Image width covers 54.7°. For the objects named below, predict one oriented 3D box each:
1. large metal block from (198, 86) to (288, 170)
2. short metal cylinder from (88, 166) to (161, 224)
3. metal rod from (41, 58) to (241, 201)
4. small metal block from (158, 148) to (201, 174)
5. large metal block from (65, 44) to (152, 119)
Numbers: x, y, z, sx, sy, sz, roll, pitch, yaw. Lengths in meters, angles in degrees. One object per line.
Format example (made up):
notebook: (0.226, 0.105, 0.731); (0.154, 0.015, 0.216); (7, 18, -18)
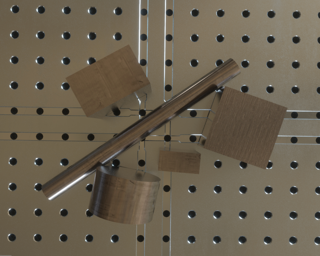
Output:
large metal block: (0.103, 0.000, 0.400); (0.080, 0.050, 0.080); (19, 90, -1)
short metal cylinder: (-0.044, 0.081, 0.385); (0.080, 0.080, 0.050); (12, 90, -1)
metal rod: (-0.024, 0.001, 0.412); (0.301, 0.025, 0.025); (-34, 90, -1)
small metal block: (0.024, 0.041, 0.401); (0.050, 0.050, 0.025); (5, 90, -1)
large metal block: (-0.058, -0.053, 0.386); (0.080, 0.080, 0.050); (-28, 90, 0)
